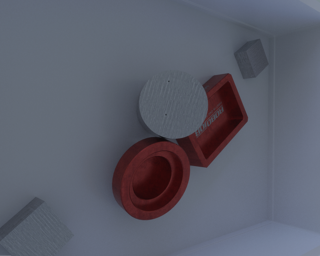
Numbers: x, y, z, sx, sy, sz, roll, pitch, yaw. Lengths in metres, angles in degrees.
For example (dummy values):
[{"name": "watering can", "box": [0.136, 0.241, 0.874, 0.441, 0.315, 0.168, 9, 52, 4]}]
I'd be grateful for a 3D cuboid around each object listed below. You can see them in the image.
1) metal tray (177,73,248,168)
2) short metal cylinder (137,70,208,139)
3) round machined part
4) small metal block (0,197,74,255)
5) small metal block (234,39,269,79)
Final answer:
[{"name": "metal tray", "box": [0.077, -0.014, 0.470, 0.131, 0.030, 0.090, -42, 116, -32]}, {"name": "short metal cylinder", "box": [0.013, -0.026, 0.380, 0.081, 0.050, 0.080, 0, 87, -8]}, {"name": "round machined part", "box": [-0.014, 0.057, 0.376, 0.099, 0.042, 0.097, -12, 111, -33]}, {"name": "small metal block", "box": [-0.123, 0.105, 0.305, 0.050, 0.025, 0.050, -45, 117, -31]}, {"name": "small metal block", "box": [0.161, -0.121, 0.545, 0.050, 0.025, 0.050, -42, 116, -32]}]
